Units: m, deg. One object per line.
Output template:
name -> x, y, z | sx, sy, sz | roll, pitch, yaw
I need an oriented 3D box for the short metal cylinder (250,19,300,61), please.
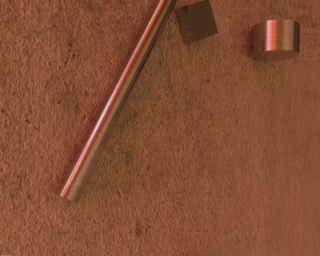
short metal cylinder -> 0.200, -0.150, 0.539 | 0.081, 0.080, 0.050 | 2, 89, -40

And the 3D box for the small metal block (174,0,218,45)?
small metal block -> 0.054, -0.155, 0.452 | 0.050, 0.025, 0.050 | -31, 110, -36

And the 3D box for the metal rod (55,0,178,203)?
metal rod -> -0.041, -0.056, 0.371 | 0.025, 0.025, 0.300 | 37, 67, -34
